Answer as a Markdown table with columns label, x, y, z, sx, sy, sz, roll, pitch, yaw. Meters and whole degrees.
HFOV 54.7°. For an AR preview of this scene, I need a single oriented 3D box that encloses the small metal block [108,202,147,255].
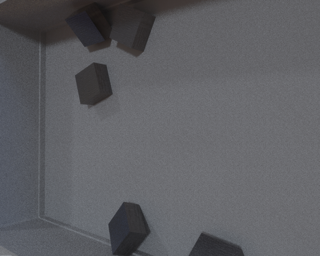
| label | x | y | z | sx | sy | sz | roll | pitch | yaw |
| --- | --- | --- | --- | --- | --- | --- | --- | --- | --- |
| small metal block | -0.047 | 0.140 | 0.430 | 0.050 | 0.025 | 0.050 | -57 | 31 | 24 |

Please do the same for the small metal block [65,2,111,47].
| label | x | y | z | sx | sy | sz | roll | pitch | yaw |
| --- | --- | --- | --- | --- | --- | --- | --- | --- | --- |
| small metal block | -0.108 | -0.157 | 0.475 | 0.050 | 0.050 | 0.025 | -3 | 44 | 39 |

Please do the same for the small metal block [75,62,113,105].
| label | x | y | z | sx | sy | sz | roll | pitch | yaw |
| --- | --- | --- | --- | --- | --- | --- | --- | --- | --- |
| small metal block | -0.106 | -0.069 | 0.491 | 0.050 | 0.025 | 0.050 | -22 | 76 | 37 |

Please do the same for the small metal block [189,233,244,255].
| label | x | y | z | sx | sy | sz | roll | pitch | yaw |
| --- | --- | --- | --- | --- | --- | --- | --- | --- | --- |
| small metal block | 0.058 | 0.151 | 0.339 | 0.050 | 0.050 | 0.025 | 10 | 138 | 39 |

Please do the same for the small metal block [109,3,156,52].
| label | x | y | z | sx | sy | sz | roll | pitch | yaw |
| --- | --- | --- | --- | --- | --- | --- | --- | --- | --- |
| small metal block | -0.040 | -0.142 | 0.437 | 0.050 | 0.025 | 0.050 | 33 | 110 | 34 |
